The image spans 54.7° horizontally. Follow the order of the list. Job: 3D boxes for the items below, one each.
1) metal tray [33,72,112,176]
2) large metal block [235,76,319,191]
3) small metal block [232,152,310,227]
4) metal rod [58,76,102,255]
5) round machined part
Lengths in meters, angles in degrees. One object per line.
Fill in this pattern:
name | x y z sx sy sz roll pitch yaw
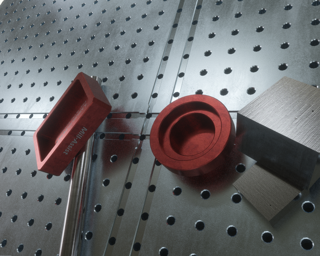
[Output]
metal tray | -0.130 -0.007 0.445 0.130 0.030 0.090 -50 41 12
large metal block | 0.133 0.000 0.304 0.080 0.050 0.080 -35 47 -26
small metal block | 0.111 0.061 0.312 0.050 0.025 0.050 -42 51 -1
metal rod | -0.108 0.050 0.432 0.025 0.025 0.299 -13 56 20
round machined part | 0.041 0.012 0.368 0.098 0.042 0.098 -13 56 20
